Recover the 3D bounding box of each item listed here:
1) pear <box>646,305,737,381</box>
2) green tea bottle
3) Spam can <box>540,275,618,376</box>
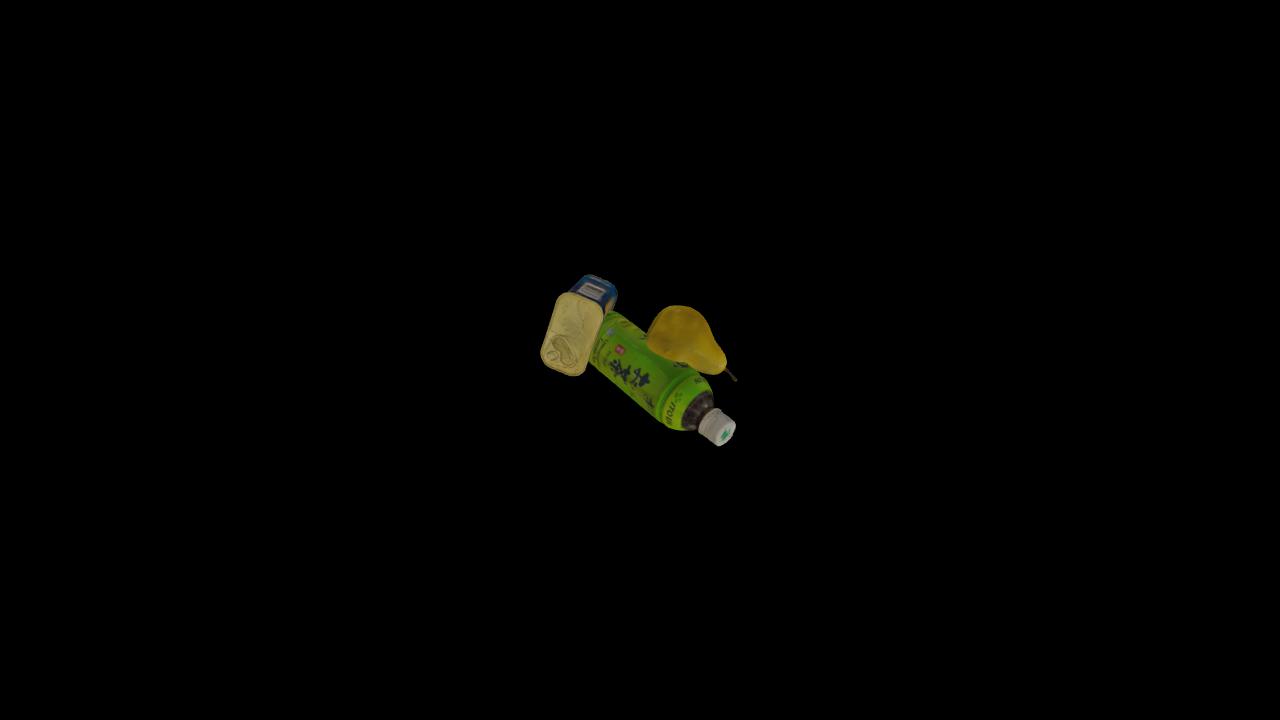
[{"bbox_3d":[0.063,-0.014,0.694,0.111,0.080,0.080,31,-5,-9],"label":"pear"},{"bbox_3d":[0.020,0.022,0.684,0.212,0.073,0.073,37,23,33],"label":"green tea bottle"},{"bbox_3d":[-0.070,-0.044,0.737,0.058,0.101,0.085,24,27,2],"label":"Spam can"}]
